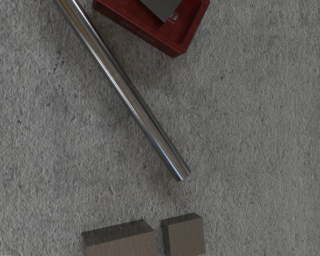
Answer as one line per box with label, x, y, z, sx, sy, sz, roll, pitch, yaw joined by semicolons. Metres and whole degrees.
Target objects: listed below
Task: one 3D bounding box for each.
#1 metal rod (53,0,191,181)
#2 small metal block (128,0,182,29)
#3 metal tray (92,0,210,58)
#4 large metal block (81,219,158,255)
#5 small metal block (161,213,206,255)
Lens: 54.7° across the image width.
metal rod;-0.049;-0.057;0.391;0.025;0.025;0.299;-37;102;-16
small metal block;-0.003;-0.165;0.395;0.050;0.025;0.050;39;77;-16
metal tray;-0.009;-0.163;0.403;0.131;0.030;0.090;28;81;-18
large metal block;-0.048;0.166;0.379;0.081;0.050;0.079;-7;92;-20
small metal block;0.032;0.148;0.422;0.050;0.025;0.050;-7;92;-20
